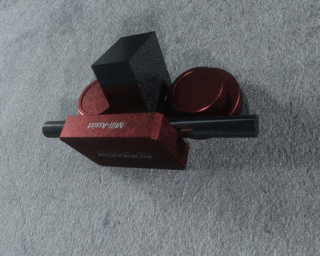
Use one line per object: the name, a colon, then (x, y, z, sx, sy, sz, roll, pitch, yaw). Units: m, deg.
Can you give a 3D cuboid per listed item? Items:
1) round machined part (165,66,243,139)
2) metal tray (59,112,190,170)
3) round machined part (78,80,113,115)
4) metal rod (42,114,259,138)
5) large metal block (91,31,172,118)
round machined part: (0.050, -0.038, 0.389, 0.098, 0.042, 0.098, -13, 56, 20)
metal tray: (-0.041, 0.018, 0.372, 0.130, 0.090, 0.030, -1, 62, 27)
round machined part: (-0.080, -0.036, 0.454, 0.098, 0.042, 0.098, -13, 56, 20)
metal rod: (-0.032, 0.000, 0.394, 0.300, 0.025, 0.025, -1, 61, 27)
large metal block: (-0.030, -0.064, 0.390, 0.050, 0.080, 0.080, -2, 37, 26)
